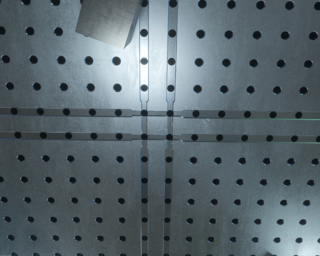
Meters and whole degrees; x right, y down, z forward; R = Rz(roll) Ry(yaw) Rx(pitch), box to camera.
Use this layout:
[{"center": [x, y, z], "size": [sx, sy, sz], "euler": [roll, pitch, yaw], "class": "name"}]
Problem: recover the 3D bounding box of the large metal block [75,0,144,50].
[{"center": [-0.047, -0.136, 0.334], "size": [0.050, 0.080, 0.080], "euler": [19, 109, -7], "class": "large metal block"}]
